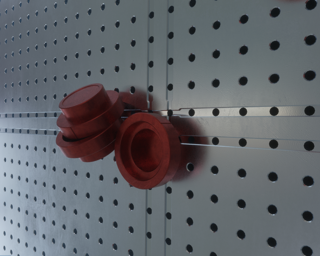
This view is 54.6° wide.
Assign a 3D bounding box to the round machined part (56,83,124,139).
[{"bbox_3d":[-0.104,-0.030,0.446,0.098,0.098,0.042,4,129,40],"label":"round machined part"}]

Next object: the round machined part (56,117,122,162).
[{"bbox_3d":[-0.098,0.013,0.457,0.098,0.098,0.042,4,129,40],"label":"round machined part"}]

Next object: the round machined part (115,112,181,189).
[{"bbox_3d":[-0.011,0.029,0.409,0.098,0.042,0.097,0,90,40],"label":"round machined part"}]
